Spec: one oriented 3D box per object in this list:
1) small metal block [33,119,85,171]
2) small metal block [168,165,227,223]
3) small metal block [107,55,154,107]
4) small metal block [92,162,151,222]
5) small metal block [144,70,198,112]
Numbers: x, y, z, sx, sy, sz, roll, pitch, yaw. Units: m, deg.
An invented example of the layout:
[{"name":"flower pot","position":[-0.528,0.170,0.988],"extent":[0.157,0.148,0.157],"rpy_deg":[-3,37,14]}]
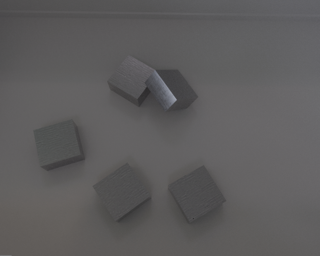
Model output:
[{"name":"small metal block","position":[-0.130,0.022,0.401],"extent":[0.050,0.025,0.050],"rpy_deg":[-17,71,-6]},{"name":"small metal block","position":[0.044,0.081,0.380],"extent":[0.050,0.025,0.050],"rpy_deg":[-28,73,-10]},{"name":"small metal block","position":[-0.036,-0.066,0.433],"extent":[0.050,0.025,0.050],"rpy_deg":[32,73,12]},{"name":"small metal block","position":[-0.046,0.079,0.380],"extent":[0.050,0.025,0.050],"rpy_deg":[-34,74,-12]},{"name":"small metal block","position":[0.016,-0.051,0.414],"extent":[0.050,0.025,0.050],"rpy_deg":[-14,64,-50]}]
